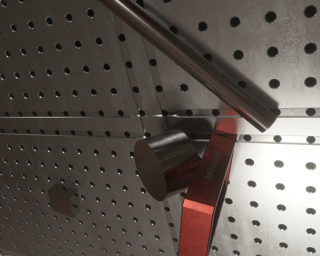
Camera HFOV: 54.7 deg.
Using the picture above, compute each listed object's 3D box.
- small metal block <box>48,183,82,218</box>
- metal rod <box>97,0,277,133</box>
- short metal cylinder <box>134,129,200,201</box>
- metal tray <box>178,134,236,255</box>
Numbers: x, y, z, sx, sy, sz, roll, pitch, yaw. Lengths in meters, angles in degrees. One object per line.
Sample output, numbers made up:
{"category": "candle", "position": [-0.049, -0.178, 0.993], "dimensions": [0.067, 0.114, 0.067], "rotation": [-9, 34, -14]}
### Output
{"category": "small metal block", "position": [-0.180, 0.138, 0.589], "dimensions": [0.050, 0.025, 0.050], "rotation": [13, 124, 20]}
{"category": "metal rod", "position": [0.005, -0.099, 0.346], "dimensions": [0.300, 0.025, 0.025], "rotation": [39, 129, 1]}
{"category": "short metal cylinder", "position": [0.008, 0.046, 0.395], "dimensions": [0.080, 0.050, 0.079], "rotation": [41, 141, 46]}
{"category": "metal tray", "position": [0.057, 0.078, 0.360], "dimensions": [0.030, 0.131, 0.089], "rotation": [12, 124, 17]}
